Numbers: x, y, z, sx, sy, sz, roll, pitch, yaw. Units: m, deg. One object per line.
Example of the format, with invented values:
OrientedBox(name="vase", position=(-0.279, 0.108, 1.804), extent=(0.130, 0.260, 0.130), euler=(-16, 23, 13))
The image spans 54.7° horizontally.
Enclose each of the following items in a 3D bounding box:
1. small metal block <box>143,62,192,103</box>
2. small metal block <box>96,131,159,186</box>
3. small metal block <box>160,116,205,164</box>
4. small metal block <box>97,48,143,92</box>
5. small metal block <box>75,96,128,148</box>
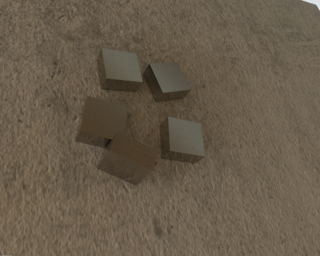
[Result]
OrientedBox(name="small metal block", position=(0.010, -0.068, 0.452), extent=(0.050, 0.025, 0.050), euler=(-11, 67, -33))
OrientedBox(name="small metal block", position=(-0.037, 0.036, 0.347), extent=(0.050, 0.050, 0.025), euler=(27, 53, -12))
OrientedBox(name="small metal block", position=(0.029, 0.017, 0.411), extent=(0.050, 0.025, 0.050), euler=(11, 57, -23))
OrientedBox(name="small metal block", position=(-0.056, -0.078, 0.423), extent=(0.050, 0.025, 0.050), euler=(1, 61, -28))
OrientedBox(name="small metal block", position=(-0.069, -0.005, 0.371), extent=(0.050, 0.025, 0.050), euler=(16, 55, -20))
